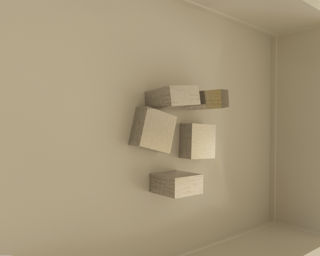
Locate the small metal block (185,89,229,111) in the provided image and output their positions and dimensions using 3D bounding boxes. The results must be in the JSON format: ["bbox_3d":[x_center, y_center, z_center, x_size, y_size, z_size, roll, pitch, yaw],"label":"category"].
[{"bbox_3d":[0.066,-0.039,0.435,0.050,0.050,0.025,-14,101,-66],"label":"small metal block"}]

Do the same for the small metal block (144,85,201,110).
[{"bbox_3d":[0.016,-0.039,0.402,0.050,0.050,0.025,-7,90,-40],"label":"small metal block"}]

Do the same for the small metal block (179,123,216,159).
[{"bbox_3d":[0.055,0.019,0.452,0.050,0.025,0.050,3,88,-40],"label":"small metal block"}]

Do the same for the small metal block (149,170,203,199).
[{"bbox_3d":[0.021,0.073,0.408,0.050,0.050,0.025,1,90,-40],"label":"small metal block"}]

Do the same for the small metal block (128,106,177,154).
[{"bbox_3d":[-0.009,0.003,0.399,0.050,0.025,0.050,18,79,-39],"label":"small metal block"}]
